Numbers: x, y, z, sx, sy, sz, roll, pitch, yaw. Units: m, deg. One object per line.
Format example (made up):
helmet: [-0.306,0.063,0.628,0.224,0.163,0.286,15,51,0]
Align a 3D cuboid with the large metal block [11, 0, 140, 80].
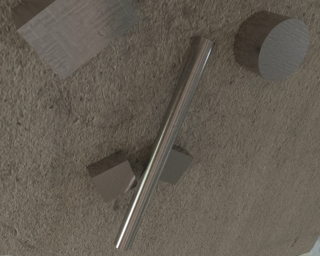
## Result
large metal block: [-0.076,-0.099,0.269,0.080,0.080,0.050,-39,130,-2]

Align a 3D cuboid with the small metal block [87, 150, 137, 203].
small metal block: [-0.062,0.065,0.414,0.050,0.025,0.050,-27,128,-12]

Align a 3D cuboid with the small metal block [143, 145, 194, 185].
small metal block: [0.012,0.050,0.446,0.050,0.025,0.050,25,104,-38]

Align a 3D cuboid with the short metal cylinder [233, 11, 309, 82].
short metal cylinder: [0.145,-0.107,0.406,0.081,0.050,0.079,-14,125,-21]

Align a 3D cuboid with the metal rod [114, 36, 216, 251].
metal rod: [0.001,0.029,0.404,0.025,0.025,0.298,13,105,-34]
